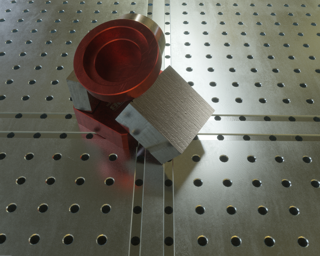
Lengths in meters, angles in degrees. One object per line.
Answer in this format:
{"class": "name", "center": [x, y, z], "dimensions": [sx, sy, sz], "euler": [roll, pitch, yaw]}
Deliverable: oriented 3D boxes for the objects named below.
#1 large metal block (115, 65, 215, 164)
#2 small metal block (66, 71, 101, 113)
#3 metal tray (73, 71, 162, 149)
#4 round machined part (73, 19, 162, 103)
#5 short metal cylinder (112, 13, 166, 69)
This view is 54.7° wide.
{"class": "large metal block", "center": [0.007, -0.016, 0.381], "dimensions": [0.080, 0.050, 0.080], "euler": [44, 57, -5]}
{"class": "small metal block", "center": [-0.091, -0.057, 0.397], "dimensions": [0.025, 0.050, 0.050], "euler": [15, 52, 12]}
{"class": "metal tray", "center": [-0.044, -0.040, 0.438], "dimensions": [0.090, 0.030, 0.131], "euler": [28, 55, 21]}
{"class": "round machined part", "center": [-0.046, -0.074, 0.361], "dimensions": [0.098, 0.042, 0.098], "euler": [-4, 70, 10]}
{"class": "short metal cylinder", "center": [-0.037, -0.106, 0.421], "dimensions": [0.080, 0.080, 0.050], "euler": [10, 51, 8]}
